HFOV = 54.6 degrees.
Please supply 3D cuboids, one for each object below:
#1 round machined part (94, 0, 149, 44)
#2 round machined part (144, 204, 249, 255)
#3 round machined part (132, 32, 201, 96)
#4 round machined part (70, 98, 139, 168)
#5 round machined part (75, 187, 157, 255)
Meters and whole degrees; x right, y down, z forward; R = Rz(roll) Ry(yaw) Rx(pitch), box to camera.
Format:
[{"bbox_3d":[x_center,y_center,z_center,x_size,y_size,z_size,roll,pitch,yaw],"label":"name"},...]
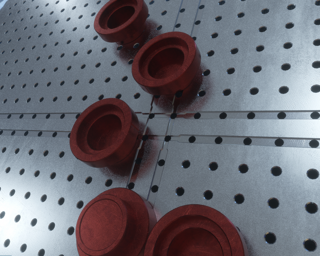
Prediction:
[{"bbox_3d":[-0.064,-0.188,0.548,0.098,0.042,0.098,-13,56,21],"label":"round machined part"},{"bbox_3d":[0.037,0.128,0.300,0.098,0.042,0.098,-13,56,21],"label":"round machined part"},{"bbox_3d":[0.012,-0.087,0.445,0.098,0.042,0.098,-13,56,21],"label":"round machined part"},{"bbox_3d":[-0.072,0.010,0.430,0.098,0.042,0.098,-13,56,21],"label":"round machined part"},{"bbox_3d":[-0.057,0.115,0.358,0.098,0.042,0.098,-13,56,21],"label":"round machined part"}]
